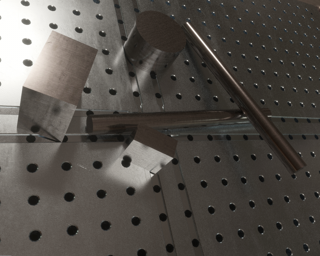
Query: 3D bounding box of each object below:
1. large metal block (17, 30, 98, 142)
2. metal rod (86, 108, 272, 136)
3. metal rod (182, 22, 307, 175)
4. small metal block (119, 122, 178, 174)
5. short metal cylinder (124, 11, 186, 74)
[{"bbox_3d":[-0.112,-0.043,0.339,0.050,0.080,0.080,21,54,-16],"label":"large metal block"},{"bbox_3d":[0.047,-0.013,0.442,0.303,0.025,0.025,-4,64,-30],"label":"metal rod"},{"bbox_3d":[0.118,-0.059,0.483,0.025,0.025,0.299,-14,61,-34],"label":"metal rod"},{"bbox_3d":[-0.014,0.025,0.370,0.050,0.050,0.025,26,53,-13],"label":"small metal block"},{"bbox_3d":[-0.008,-0.129,0.468,0.081,0.050,0.080,14,56,-21],"label":"short metal cylinder"}]
